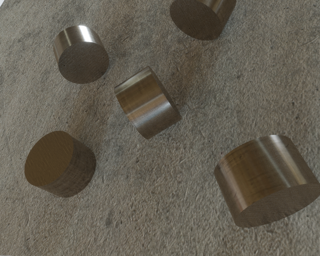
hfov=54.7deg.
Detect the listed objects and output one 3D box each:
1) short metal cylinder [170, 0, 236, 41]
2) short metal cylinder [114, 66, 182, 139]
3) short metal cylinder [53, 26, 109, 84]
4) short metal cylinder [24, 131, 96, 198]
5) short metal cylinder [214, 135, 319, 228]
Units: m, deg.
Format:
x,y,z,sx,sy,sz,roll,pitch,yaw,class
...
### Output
x,y,z,sx,sy,sz,roll,pitch,yaw,class
0.061,-0.172,0.442,0.080,0.080,0.050,17,71,34,short metal cylinder
-0.014,-0.032,0.396,0.050,0.080,0.080,-32,52,8,short metal cylinder
-0.130,-0.120,0.511,0.080,0.080,0.050,-33,52,6,short metal cylinder
-0.137,0.050,0.429,0.080,0.050,0.080,-13,56,21,short metal cylinder
0.097,0.051,0.286,0.080,0.080,0.050,-27,53,11,short metal cylinder
